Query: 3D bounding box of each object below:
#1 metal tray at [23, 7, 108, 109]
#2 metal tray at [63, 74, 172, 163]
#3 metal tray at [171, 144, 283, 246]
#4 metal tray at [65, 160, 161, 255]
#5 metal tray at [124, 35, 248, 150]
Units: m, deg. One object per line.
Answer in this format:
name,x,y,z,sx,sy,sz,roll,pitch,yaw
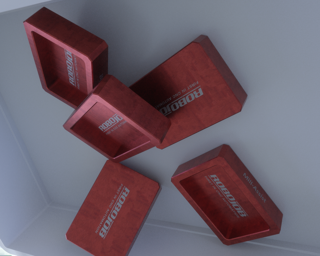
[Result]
metal tray,-0.111,-0.073,0.386,0.090,0.030,0.129,31,151,7
metal tray,-0.058,-0.004,0.379,0.090,0.030,0.130,37,149,-16
metal tray,0.089,0.093,0.415,0.090,0.030,0.130,-32,101,38
metal tray,-0.066,0.123,0.458,0.090,0.130,0.030,25,168,12
metal tray,0.024,-0.037,0.369,0.130,0.030,0.090,-29,103,37
